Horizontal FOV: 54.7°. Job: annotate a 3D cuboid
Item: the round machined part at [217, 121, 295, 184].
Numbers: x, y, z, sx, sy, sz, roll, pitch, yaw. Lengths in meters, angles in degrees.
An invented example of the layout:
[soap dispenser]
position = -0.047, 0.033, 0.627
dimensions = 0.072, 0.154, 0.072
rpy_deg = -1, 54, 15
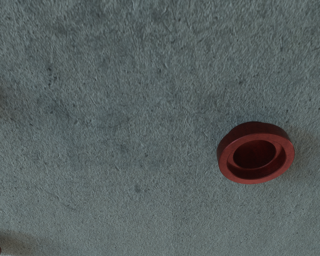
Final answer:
[round machined part]
position = 0.126, 0.029, 0.422
dimensions = 0.099, 0.042, 0.097
rpy_deg = 0, 130, 0
